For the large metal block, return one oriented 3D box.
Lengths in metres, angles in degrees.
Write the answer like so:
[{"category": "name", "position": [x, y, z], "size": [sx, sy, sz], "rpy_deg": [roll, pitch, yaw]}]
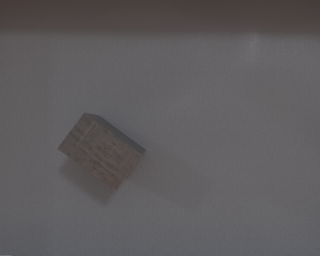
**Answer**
[{"category": "large metal block", "position": [-0.066, 0.026, 0.384], "size": [0.080, 0.080, 0.050], "rpy_deg": [36, 90, 0]}]
